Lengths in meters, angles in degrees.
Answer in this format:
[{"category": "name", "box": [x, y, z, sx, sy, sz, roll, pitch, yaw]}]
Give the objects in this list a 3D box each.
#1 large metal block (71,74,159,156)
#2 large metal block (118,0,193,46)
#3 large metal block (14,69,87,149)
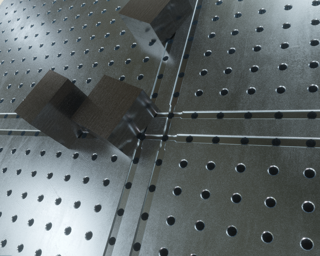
[{"category": "large metal block", "box": [-0.063, -0.020, 0.436, 0.080, 0.050, 0.080, 25, 75, 36]}, {"category": "large metal block", "box": [-0.007, -0.192, 0.512, 0.080, 0.050, 0.080, 32, 79, 37]}, {"category": "large metal block", "box": [-0.152, -0.027, 0.467, 0.050, 0.080, 0.080, 28, 77, 37]}]
